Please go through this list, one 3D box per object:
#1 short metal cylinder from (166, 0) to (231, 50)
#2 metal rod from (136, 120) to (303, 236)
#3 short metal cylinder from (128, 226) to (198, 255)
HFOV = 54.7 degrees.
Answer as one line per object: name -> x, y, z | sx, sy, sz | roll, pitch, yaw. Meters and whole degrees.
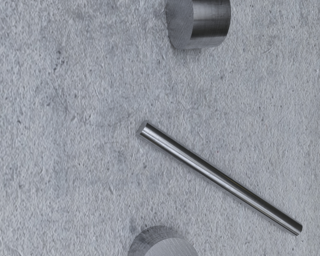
short metal cylinder -> 0.047, -0.143, 0.398 | 0.050, 0.080, 0.079 | -9, 93, -20
metal rod -> 0.096, 0.080, 0.445 | 0.301, 0.025, 0.025 | 34, 79, -17
short metal cylinder -> 0.004, 0.173, 0.399 | 0.081, 0.050, 0.079 | 0, 90, -21
